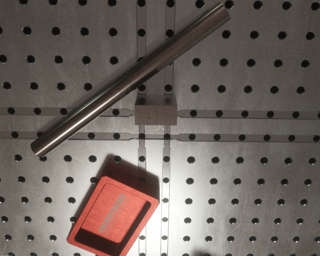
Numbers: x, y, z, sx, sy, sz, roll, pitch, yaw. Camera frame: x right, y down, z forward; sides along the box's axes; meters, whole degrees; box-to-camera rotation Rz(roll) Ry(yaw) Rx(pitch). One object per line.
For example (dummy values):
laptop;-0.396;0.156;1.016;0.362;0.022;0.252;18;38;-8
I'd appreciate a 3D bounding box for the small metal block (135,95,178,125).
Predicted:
small metal block;-0.005;-0.024;0.391;0.050;0.050;0.025;1;110;-1

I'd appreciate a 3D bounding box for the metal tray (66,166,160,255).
metal tray;-0.069;0.130;0.457;0.090;0.030;0.129;27;108;-10

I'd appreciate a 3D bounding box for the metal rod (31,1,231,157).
metal rod;-0.045;-0.054;0.392;0.300;0.025;0.025;-35;107;11
